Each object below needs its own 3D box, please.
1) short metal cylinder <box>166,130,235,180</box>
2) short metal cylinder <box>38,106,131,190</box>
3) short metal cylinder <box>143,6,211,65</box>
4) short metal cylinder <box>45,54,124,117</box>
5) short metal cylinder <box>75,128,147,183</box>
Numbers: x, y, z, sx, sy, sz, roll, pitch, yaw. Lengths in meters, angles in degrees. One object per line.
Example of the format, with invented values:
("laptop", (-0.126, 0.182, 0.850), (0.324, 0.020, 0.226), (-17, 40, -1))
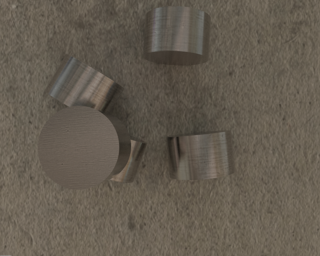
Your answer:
("short metal cylinder", (0.049, 0.032, 0.383), (0.081, 0.080, 0.050), (-6, 90, -1))
("short metal cylinder", (-0.075, 0.019, 0.318), (0.080, 0.050, 0.080), (0, 88, 7))
("short metal cylinder", (0.021, -0.110, 0.383), (0.081, 0.080, 0.050), (3, 90, -1))
("short metal cylinder", (-0.092, -0.047, 0.381), (0.080, 0.080, 0.050), (30, 90, -1))
("short metal cylinder", (-0.062, 0.029, 0.382), (0.080, 0.080, 0.050), (19, 90, -1))
